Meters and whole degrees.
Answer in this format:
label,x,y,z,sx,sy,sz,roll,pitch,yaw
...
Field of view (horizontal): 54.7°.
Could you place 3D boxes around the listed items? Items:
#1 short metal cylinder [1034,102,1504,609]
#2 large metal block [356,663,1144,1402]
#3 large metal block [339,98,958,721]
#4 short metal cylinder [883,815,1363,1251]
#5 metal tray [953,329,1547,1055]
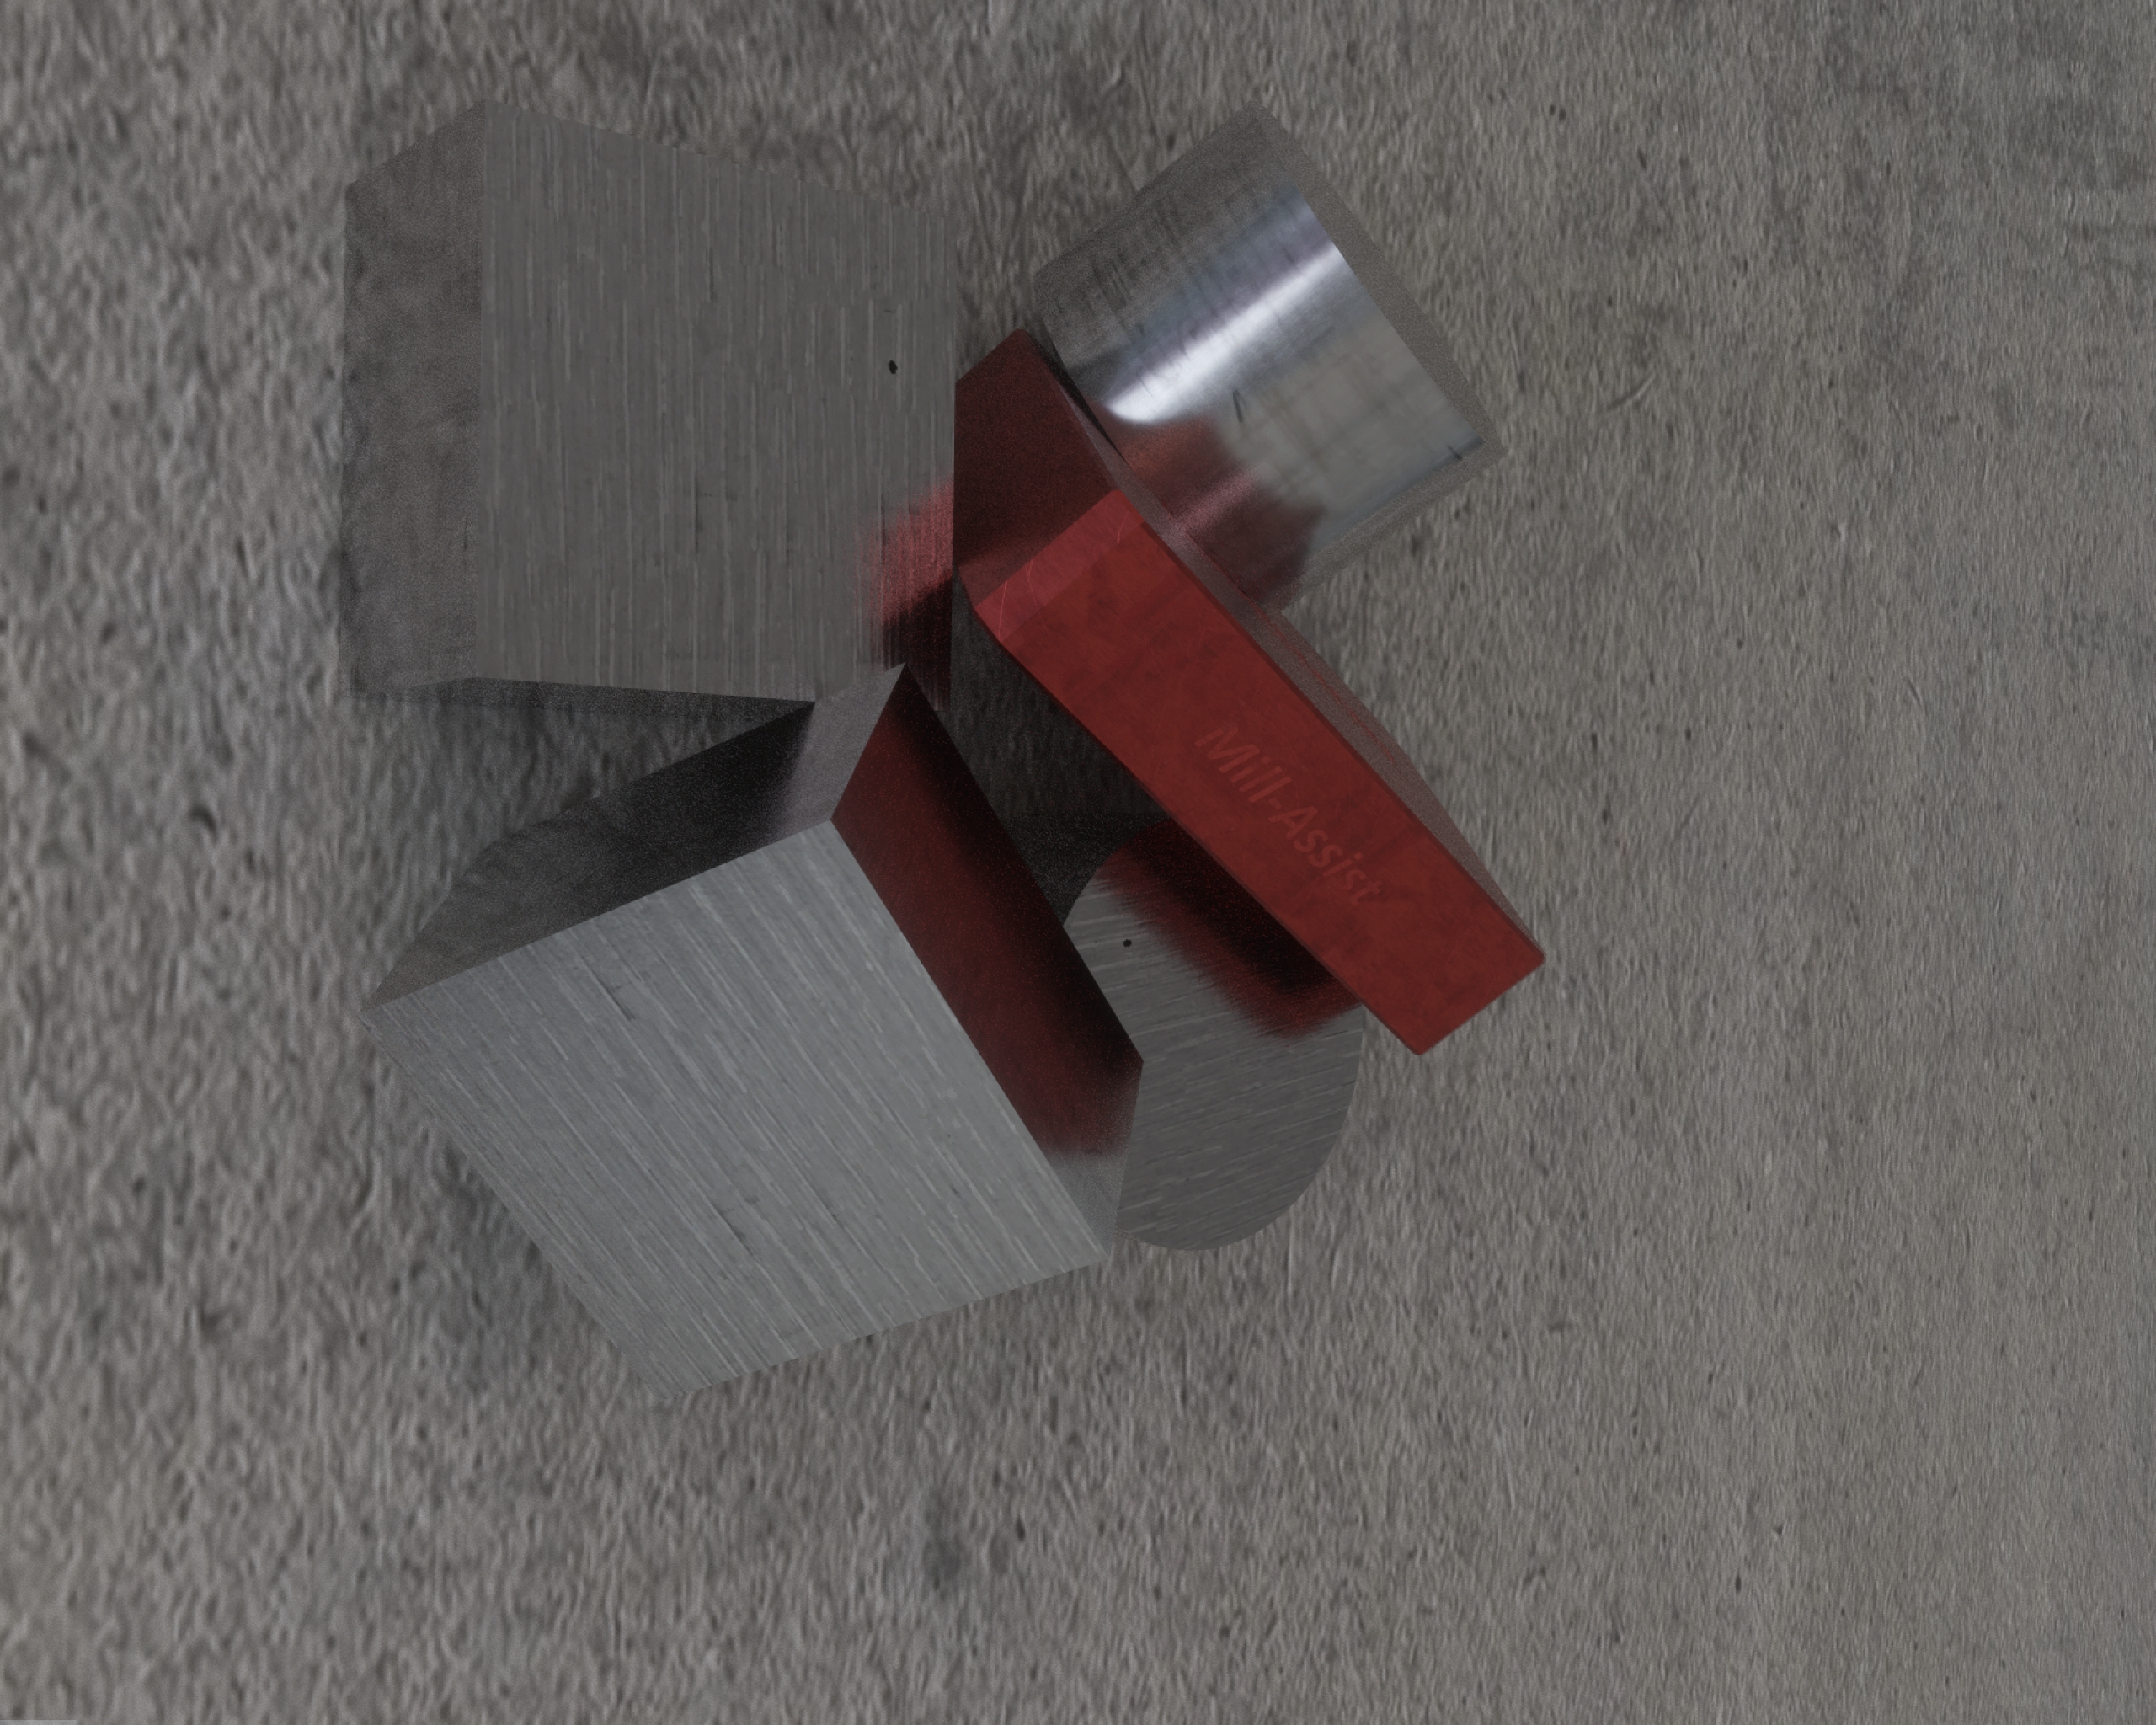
label,x,y,z,sx,sy,sz,roll,pitch,yaw
short metal cylinder,0.037,-0.095,0.394,0.080,0.050,0.080,46,22,-24
large metal block,-0.046,0.027,0.323,0.080,0.080,0.050,60,21,-23
large metal block,-0.067,-0.065,0.331,0.081,0.050,0.080,1,90,-40
short metal cylinder,0.008,0.030,0.398,0.081,0.050,0.080,0,90,-40
metal tray,0.027,-0.031,0.388,0.030,0.090,0.130,-40,122,12
